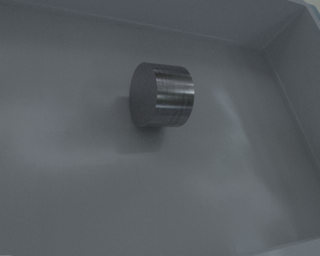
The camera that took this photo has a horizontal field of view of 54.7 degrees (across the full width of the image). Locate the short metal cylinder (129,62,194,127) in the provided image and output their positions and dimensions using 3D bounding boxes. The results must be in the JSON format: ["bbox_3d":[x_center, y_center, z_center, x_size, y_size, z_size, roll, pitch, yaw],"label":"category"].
[{"bbox_3d":[0.000,-0.041,0.394,0.050,0.080,0.080,0,62,-29],"label":"short metal cylinder"}]
